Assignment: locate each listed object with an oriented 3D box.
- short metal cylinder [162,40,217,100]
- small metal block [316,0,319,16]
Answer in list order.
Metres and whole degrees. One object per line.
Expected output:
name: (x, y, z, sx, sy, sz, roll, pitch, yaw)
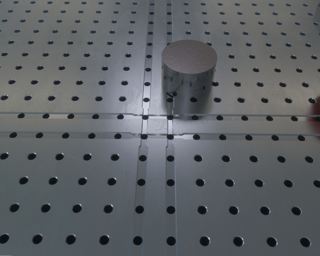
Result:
short metal cylinder: (0.043, -0.088, 0.466, 0.081, 0.050, 0.080, 0, 50, 0)
small metal block: (0.342, -0.229, 0.603, 0.050, 0.025, 0.050, 0, 50, -1)
